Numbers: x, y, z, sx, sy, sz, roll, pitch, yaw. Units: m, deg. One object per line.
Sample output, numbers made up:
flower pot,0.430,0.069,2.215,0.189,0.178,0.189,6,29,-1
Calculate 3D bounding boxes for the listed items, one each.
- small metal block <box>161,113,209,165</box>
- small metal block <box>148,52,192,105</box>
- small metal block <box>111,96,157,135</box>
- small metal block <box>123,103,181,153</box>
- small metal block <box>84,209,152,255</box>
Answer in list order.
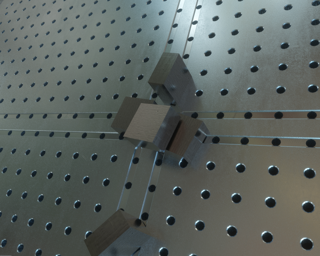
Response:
small metal block,0.025,0.011,0.388,0.050,0.025,0.050,20,72,35
small metal block,0.015,-0.067,0.425,0.025,0.050,0.050,13,69,33
small metal block,-0.033,-0.014,0.433,0.050,0.025,0.050,11,67,32
small metal block,-0.010,-0.002,0.381,0.050,0.025,0.050,9,65,42
small metal block,-0.045,0.121,0.340,0.050,0.050,0.025,-42,51,-1
